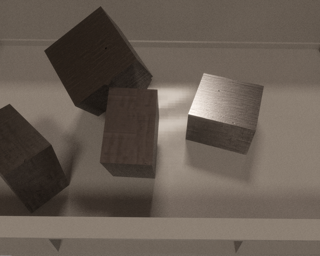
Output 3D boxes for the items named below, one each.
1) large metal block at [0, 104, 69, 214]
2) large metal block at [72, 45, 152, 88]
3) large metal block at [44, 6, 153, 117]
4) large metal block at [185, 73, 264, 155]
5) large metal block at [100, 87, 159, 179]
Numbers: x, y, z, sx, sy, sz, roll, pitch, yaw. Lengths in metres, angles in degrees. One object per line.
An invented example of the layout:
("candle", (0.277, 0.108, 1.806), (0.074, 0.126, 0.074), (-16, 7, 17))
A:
("large metal block", (-0.153, 0.034, 0.339), (0.080, 0.080, 0.050), (37, 59, 26))
("large metal block", (-0.068, -0.071, 0.419), (0.080, 0.080, 0.050), (26, 88, 20))
("large metal block", (-0.069, -0.073, 0.350), (0.080, 0.050, 0.080), (-35, 72, 7))
("large metal block", (0.085, -0.020, 0.407), (0.080, 0.050, 0.080), (15, 51, 11))
("large metal block", (-0.029, 0.009, 0.346), (0.050, 0.080, 0.080), (3, 71, 2))
